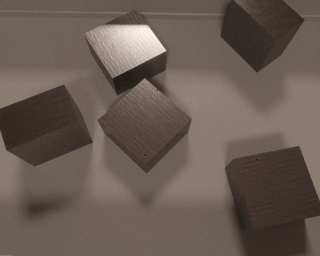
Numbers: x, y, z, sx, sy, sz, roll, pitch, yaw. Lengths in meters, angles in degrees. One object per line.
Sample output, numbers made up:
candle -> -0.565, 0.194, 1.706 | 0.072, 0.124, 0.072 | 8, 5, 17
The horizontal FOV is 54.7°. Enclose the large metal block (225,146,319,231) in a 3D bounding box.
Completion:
large metal block -> 0.132, 0.073, 0.371 | 0.081, 0.050, 0.080 | -11, 71, -4

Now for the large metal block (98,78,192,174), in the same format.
large metal block -> -0.018, -0.002, 0.397 | 0.080, 0.050, 0.080 | 42, 75, 13

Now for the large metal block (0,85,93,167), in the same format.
large metal block -> -0.136, 0.000, 0.379 | 0.080, 0.080, 0.050 | -23, 72, -8

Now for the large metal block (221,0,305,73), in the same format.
large metal block -> 0.138, -0.138, 0.433 | 0.050, 0.080, 0.080 | -36, 74, -12

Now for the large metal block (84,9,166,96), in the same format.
large metal block -> -0.047, -0.106, 0.434 | 0.080, 0.050, 0.080 | -30, 73, -11
